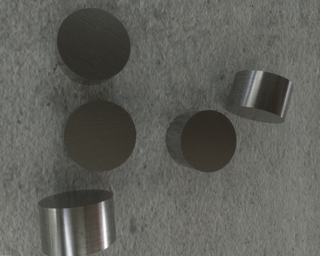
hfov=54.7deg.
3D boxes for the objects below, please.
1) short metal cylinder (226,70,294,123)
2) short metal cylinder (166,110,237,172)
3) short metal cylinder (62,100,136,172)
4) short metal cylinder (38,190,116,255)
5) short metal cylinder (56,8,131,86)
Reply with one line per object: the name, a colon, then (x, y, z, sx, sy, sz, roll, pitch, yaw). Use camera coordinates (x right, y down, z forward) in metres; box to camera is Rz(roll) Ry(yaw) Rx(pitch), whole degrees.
short metal cylinder: (0.138, -0.042, 0.433, 0.081, 0.080, 0.050, 18, 84, -20)
short metal cylinder: (0.055, 0.017, 0.417, 0.081, 0.050, 0.079, 0, 90, -21)
short metal cylinder: (-0.074, 0.009, 0.369, 0.081, 0.050, 0.079, 0, 90, -21)
short metal cylinder: (-0.091, 0.103, 0.347, 0.081, 0.080, 0.050, -4, 92, -20)
short metal cylinder: (-0.080, -0.093, 0.366, 0.081, 0.050, 0.079, 0, 90, -21)
